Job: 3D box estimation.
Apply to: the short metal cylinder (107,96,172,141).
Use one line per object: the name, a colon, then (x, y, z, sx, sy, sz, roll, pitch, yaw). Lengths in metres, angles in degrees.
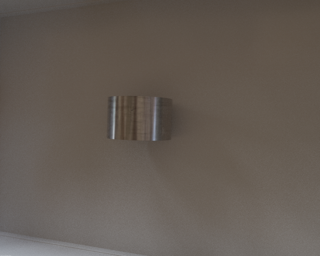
short metal cylinder: (-0.025, -0.012, 0.387, 0.080, 0.080, 0.050, 2, 91, 20)
